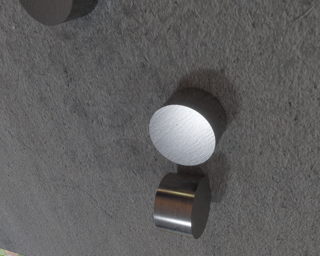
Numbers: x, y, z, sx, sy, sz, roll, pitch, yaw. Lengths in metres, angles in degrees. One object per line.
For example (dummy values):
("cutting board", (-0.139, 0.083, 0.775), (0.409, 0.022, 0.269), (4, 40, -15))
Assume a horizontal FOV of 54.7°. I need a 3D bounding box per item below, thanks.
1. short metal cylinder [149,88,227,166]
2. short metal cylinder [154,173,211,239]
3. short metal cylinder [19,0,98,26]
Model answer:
("short metal cylinder", (0.034, -0.002, 0.371), (0.080, 0.050, 0.079), (13, 124, 21))
("short metal cylinder", (0.032, 0.103, 0.418), (0.050, 0.080, 0.079), (5, 121, 26))
("short metal cylinder", (-0.116, -0.163, 0.352), (0.080, 0.050, 0.079), (13, 124, 21))
